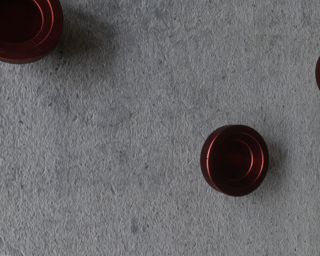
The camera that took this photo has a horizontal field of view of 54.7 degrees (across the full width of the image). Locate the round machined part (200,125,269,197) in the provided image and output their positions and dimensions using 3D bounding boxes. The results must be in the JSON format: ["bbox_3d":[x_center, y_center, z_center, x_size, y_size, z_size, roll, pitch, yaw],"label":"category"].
[{"bbox_3d":[0.100,0.044,0.437,0.099,0.042,0.097,0,90,-20],"label":"round machined part"}]

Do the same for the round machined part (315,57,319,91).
[{"bbox_3d":[0.312,-0.092,0.515,0.099,0.042,0.097,0,90,-20],"label":"round machined part"}]

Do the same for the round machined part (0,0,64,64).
[{"bbox_3d":[-0.159,-0.119,0.341,0.099,0.042,0.097,0,90,-20],"label":"round machined part"}]
